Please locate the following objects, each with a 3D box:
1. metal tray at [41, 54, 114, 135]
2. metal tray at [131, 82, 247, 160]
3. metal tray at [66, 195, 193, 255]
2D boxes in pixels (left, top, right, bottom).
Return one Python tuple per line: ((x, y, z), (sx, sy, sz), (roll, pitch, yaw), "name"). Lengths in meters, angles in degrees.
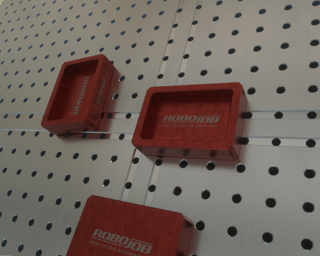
((-0.133, -0.056, 0.506), (0.090, 0.030, 0.130), (-5, 59, 25), "metal tray")
((0.036, -0.010, 0.390), (0.130, 0.030, 0.090), (1, 62, 28), "metal tray")
((-0.037, 0.131, 0.343), (0.130, 0.030, 0.090), (3, 63, 29), "metal tray")
